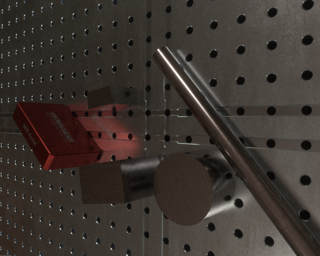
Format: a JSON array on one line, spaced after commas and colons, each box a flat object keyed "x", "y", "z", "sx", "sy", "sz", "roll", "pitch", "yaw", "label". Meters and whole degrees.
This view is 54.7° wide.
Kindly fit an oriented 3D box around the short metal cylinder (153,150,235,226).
[{"x": 0.039, "y": 0.067, "z": 0.360, "sx": 0.080, "sy": 0.050, "sz": 0.079, "roll": 0, "pitch": 90, "yaw": 39, "label": "short metal cylinder"}]

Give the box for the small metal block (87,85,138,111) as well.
[{"x": -0.068, "y": -0.042, "z": 0.447, "sx": 0.050, "sy": 0.050, "sz": 0.025, "roll": -9, "pitch": 85, "yaw": 39, "label": "small metal block"}]

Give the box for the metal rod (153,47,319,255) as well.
[{"x": 0.076, "y": 0.017, "z": 0.345, "sx": 0.025, "sy": 0.025, "sz": 0.299, "roll": -48, "pitch": 62, "yaw": 29, "label": "metal rod"}]

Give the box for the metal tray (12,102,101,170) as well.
[{"x": -0.168, "y": 0.009, "z": 0.502, "sx": 0.130, "sy": 0.091, "sz": 0.030, "roll": 46, "pitch": 118, "yaw": 29, "label": "metal tray"}]

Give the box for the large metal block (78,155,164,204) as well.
[{"x": -0.048, "y": 0.068, "z": 0.411, "sx": 0.080, "sy": 0.081, "sz": 0.050, "roll": -12, "pitch": 82, "yaw": 39, "label": "large metal block"}]
